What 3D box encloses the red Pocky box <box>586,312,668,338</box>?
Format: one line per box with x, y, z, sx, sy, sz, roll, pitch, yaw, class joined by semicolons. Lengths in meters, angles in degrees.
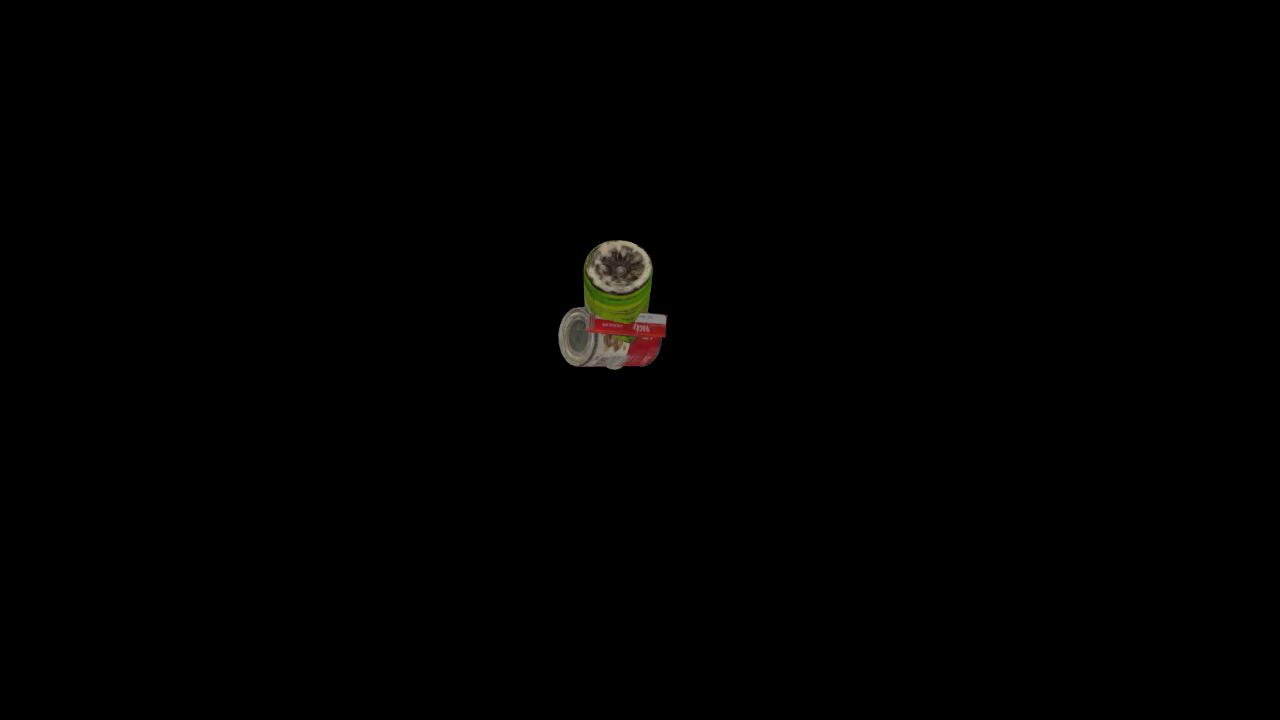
-0.033;-0.041;0.716;0.083;0.028;0.155;3;1;-18;red Pocky box

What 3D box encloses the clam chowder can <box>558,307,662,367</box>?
-0.034;-0.025;0.706;0.102;0.068;0.068;-1;1;-44;clam chowder can

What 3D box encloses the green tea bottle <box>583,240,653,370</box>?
-0.028;-0.047;0.694;0.073;0.073;0.212;0;-25;-5;green tea bottle
